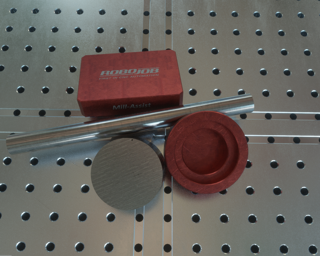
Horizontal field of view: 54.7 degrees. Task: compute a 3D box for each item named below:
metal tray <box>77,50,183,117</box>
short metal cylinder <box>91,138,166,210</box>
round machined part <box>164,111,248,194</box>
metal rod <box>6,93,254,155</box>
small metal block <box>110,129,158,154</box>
[{"bbox_3d":[-0.039,-0.062,0.416,0.131,0.030,0.090,-4,51,-3],"label":"metal tray"},{"bbox_3d":[-0.035,0.051,0.367,0.080,0.050,0.079,0,88,5],"label":"short metal cylinder"},{"bbox_3d":[0.054,0.028,0.381,0.099,0.042,0.097,0,92,-4],"label":"round machined part"},{"bbox_3d":[-0.032,-0.006,0.386,0.302,0.025,0.025,-10,71,-4],"label":"metal rod"},{"bbox_3d":[-0.035,0.013,0.415,0.050,0.025,0.050,17,71,5],"label":"small metal block"}]
